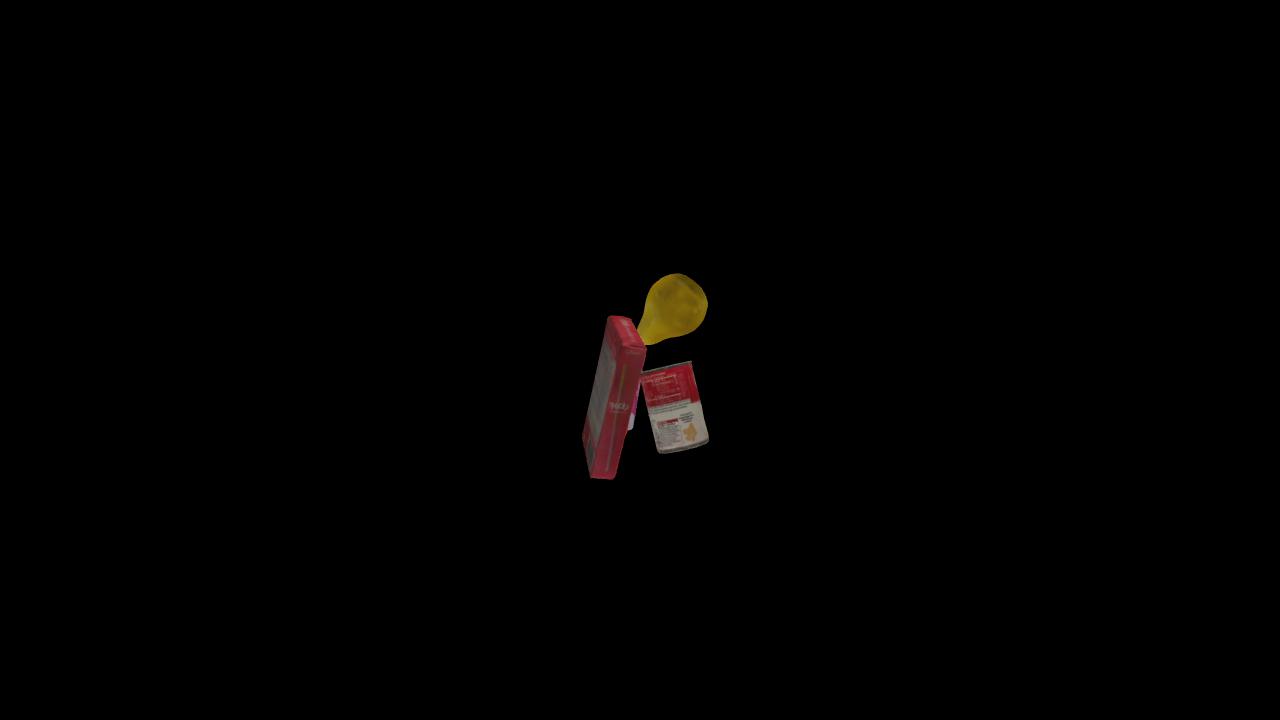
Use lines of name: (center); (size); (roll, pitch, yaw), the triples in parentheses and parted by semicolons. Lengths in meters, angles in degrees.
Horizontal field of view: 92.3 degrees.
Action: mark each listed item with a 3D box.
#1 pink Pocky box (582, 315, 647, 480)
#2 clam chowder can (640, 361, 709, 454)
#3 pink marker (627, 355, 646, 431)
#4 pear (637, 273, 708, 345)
pink Pocky box: (-0.030, 0.039, 0.647); (0.029, 0.155, 0.084); (7, 22, -16)
clam chowder can: (0.042, 0.057, 0.753); (0.068, 0.102, 0.068); (-13, -2, 0)
pink marker: (-0.009, 0.034, 0.765); (0.020, 0.121, 0.020); (6, -42, 5)
pear: (0.029, -0.049, 0.743); (0.080, 0.080, 0.111); (0, -43, -52)
